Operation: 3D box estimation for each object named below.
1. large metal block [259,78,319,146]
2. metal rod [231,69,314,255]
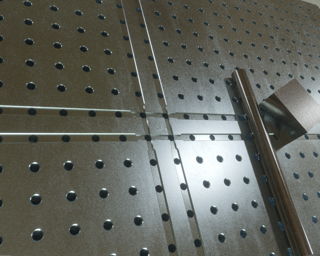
[{"bbox_3d":[0.222,-0.029,0.529,0.081,0.050,0.080,-30,79,-38],"label":"large metal block"},{"bbox_3d":[0.163,0.036,0.473,0.025,0.025,0.299,3,60,-27],"label":"metal rod"}]
